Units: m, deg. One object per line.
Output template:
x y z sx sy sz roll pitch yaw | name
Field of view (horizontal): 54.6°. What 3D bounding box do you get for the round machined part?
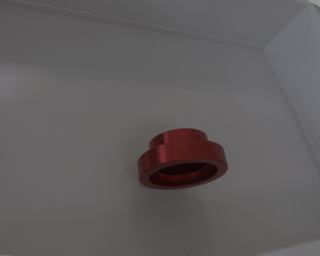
0.023 0.034 0.350 0.099 0.098 0.042 7 59 -25 | round machined part
